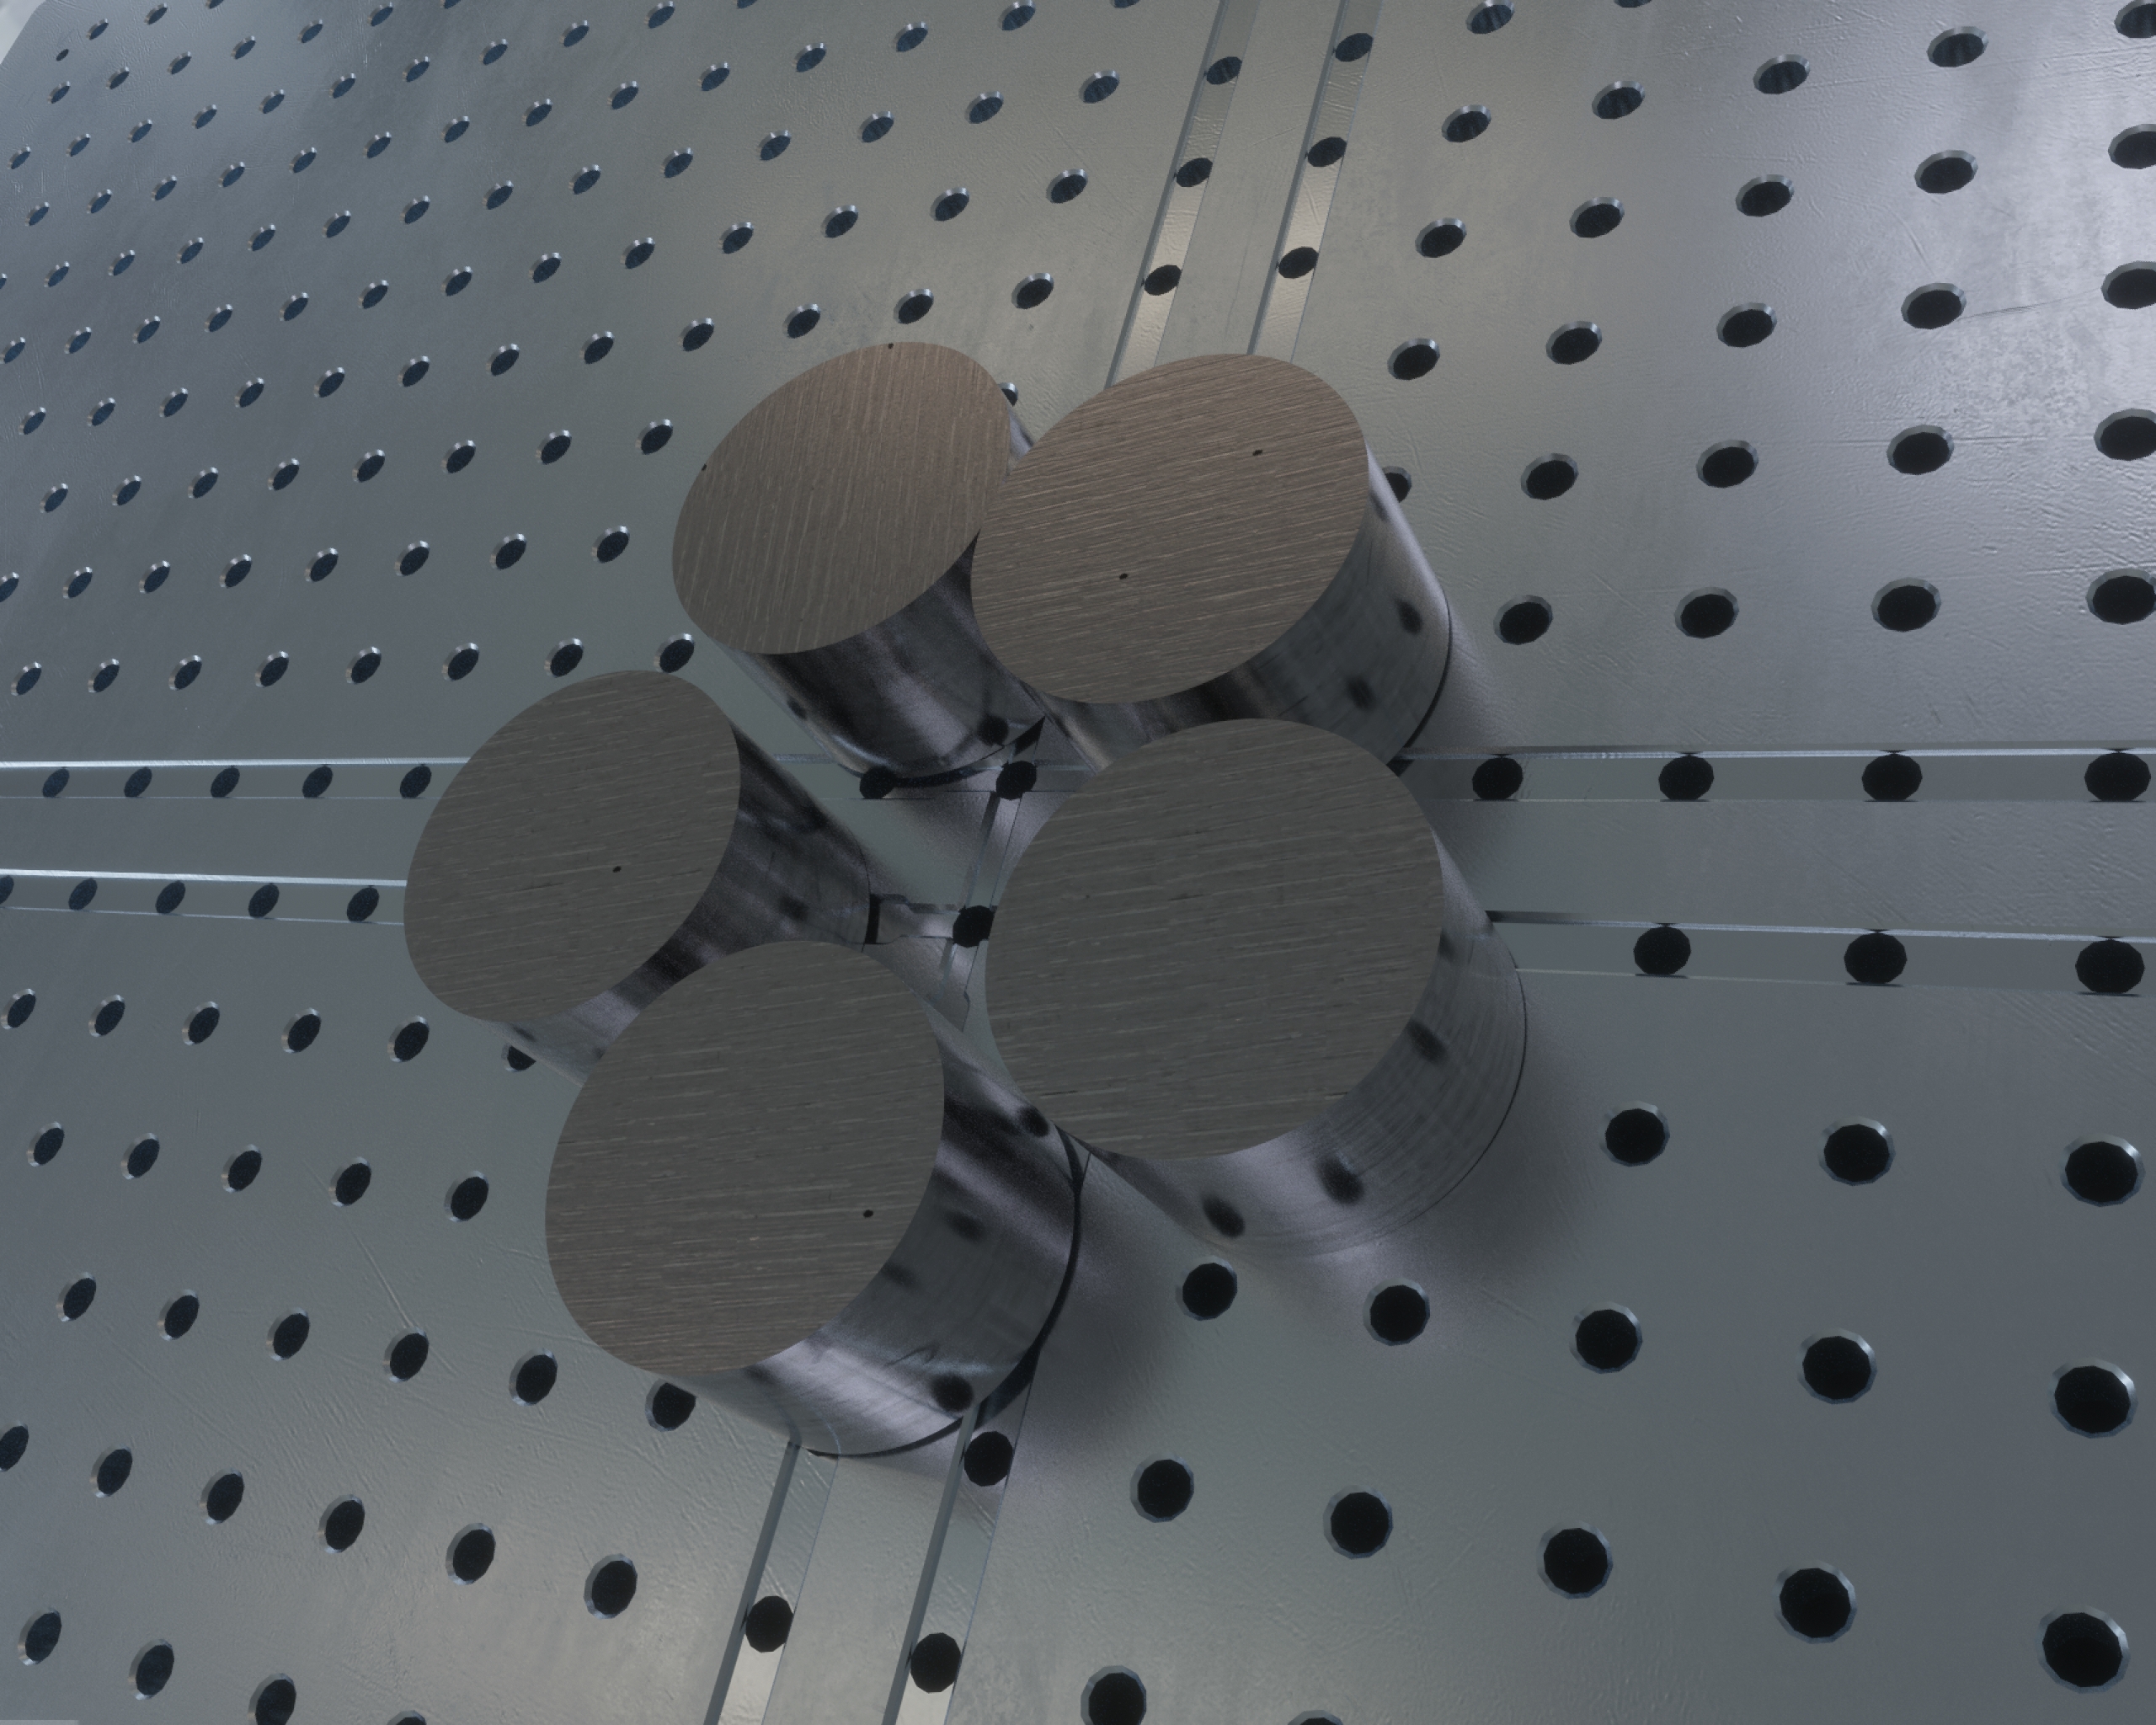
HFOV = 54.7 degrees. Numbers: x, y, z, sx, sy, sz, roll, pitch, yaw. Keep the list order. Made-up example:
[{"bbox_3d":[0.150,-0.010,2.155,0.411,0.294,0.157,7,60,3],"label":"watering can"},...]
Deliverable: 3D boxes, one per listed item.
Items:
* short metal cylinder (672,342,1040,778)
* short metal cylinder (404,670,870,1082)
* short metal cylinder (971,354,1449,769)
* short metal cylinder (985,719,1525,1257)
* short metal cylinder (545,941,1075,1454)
[{"bbox_3d":[-0.040,-0.065,0.452,0.080,0.050,0.080,-13,56,21],"label":"short metal cylinder"},{"bbox_3d":[-0.091,0.007,0.436,0.080,0.050,0.080,-13,57,21],"label":"short metal cylinder"},{"bbox_3d":[0.026,-0.052,0.409,0.080,0.050,0.080,-13,56,21],"label":"short metal cylinder"},{"bbox_3d":[0.031,0.022,0.361,0.080,0.050,0.080,-13,58,21],"label":"short metal cylinder"},{"bbox_3d":[-0.048,0.061,0.378,0.080,0.050,0.080,-14,55,21],"label":"short metal cylinder"}]
